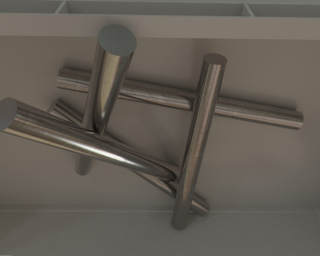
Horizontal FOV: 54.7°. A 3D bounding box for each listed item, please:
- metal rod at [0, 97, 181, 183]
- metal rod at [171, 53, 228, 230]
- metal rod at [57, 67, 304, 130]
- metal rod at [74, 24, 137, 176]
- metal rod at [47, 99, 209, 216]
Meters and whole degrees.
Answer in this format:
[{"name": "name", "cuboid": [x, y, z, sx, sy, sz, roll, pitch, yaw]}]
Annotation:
[{"name": "metal rod", "cuboid": [-0.042, 0.031, 0.344, 0.025, 0.025, 0.301, -24, 155, 19]}, {"name": "metal rod", "cuboid": [0.043, 0.043, 0.411, 0.025, 0.025, 0.298, 4, 130, -3]}, {"name": "metal rod", "cuboid": [0.031, -0.034, 0.380, 0.302, 0.025, 0.025, 9, 130, -8]}, {"name": "metal rod", "cuboid": [-0.071, 0.001, 0.330, 0.025, 0.025, 0.299, 14, 153, -12]}, {"name": "metal rod", "cuboid": [-0.030, 0.056, 0.456, 0.025, 0.025, 0.301, -36, 122, 27]}]
